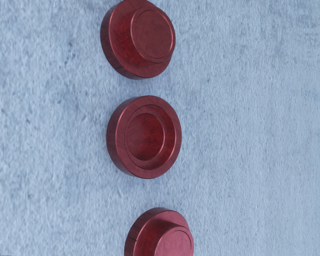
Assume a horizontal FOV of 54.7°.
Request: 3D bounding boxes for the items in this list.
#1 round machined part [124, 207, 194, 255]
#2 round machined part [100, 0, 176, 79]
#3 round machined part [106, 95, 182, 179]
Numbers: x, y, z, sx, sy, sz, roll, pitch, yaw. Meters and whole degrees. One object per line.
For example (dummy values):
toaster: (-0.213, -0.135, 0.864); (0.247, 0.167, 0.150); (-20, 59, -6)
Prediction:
round machined part: (0.006, 0.156, 0.401); (0.099, 0.042, 0.097); (0, 90, -40)
round machined part: (-0.019, -0.110, 0.379); (0.099, 0.042, 0.097); (0, 90, -40)
round machined part: (-0.023, 0.011, 0.376); (0.099, 0.042, 0.097); (0, 90, -40)
